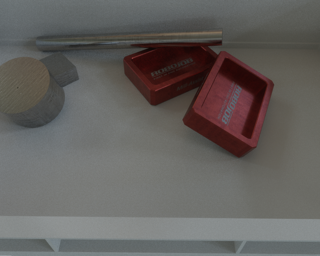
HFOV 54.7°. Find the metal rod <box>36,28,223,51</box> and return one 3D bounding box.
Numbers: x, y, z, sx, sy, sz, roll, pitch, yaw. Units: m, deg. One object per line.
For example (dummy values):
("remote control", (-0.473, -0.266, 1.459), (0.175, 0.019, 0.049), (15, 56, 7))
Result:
("metal rod", (-0.055, -0.138, 0.488), (0.301, 0.025, 0.025), (2, 49, 13))

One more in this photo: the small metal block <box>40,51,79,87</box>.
("small metal block", (-0.162, -0.086, 0.475), (0.050, 0.025, 0.050), (-33, 58, -25))

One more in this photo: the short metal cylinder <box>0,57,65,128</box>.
("short metal cylinder", (-0.175, -0.046, 0.409), (0.080, 0.050, 0.080), (-2, 69, 5))

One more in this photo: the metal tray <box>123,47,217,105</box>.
("metal tray", (0.021, -0.095, 0.481), (0.131, 0.030, 0.090), (-25, 55, -20))

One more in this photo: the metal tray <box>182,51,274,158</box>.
("metal tray", (0.095, -0.036, 0.412), (0.090, 0.030, 0.130), (32, 54, -3))
